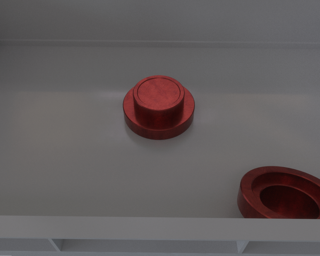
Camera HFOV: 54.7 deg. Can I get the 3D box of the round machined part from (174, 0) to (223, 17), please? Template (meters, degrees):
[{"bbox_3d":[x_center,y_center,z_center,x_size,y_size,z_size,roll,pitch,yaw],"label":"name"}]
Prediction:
[{"bbox_3d":[0.076,-0.256,0.612,0.099,0.042,0.098,0,50,0],"label":"round machined part"}]

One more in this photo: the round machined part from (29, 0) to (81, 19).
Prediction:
[{"bbox_3d":[-0.203,-0.249,0.604,0.099,0.042,0.098,0,50,0],"label":"round machined part"}]

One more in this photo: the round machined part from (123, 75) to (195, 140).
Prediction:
[{"bbox_3d":[-0.001,-0.035,0.423,0.099,0.042,0.098,0,50,0],"label":"round machined part"}]

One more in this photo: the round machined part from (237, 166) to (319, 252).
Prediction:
[{"bbox_3d":[0.127,0.083,0.310,0.099,0.042,0.098,3,26,-1],"label":"round machined part"}]
